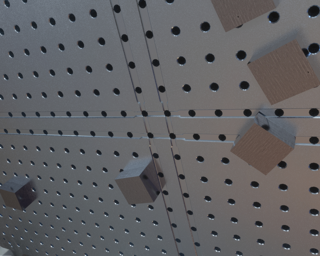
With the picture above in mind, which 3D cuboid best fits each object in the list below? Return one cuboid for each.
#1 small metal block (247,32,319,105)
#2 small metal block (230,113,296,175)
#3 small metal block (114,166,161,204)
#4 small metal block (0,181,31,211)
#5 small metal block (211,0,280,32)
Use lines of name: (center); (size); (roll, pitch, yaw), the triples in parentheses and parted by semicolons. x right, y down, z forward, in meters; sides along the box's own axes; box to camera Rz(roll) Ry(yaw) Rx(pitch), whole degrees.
small metal block: (0.124, -0.058, 0.310); (0.050, 0.025, 0.050); (-26, 104, 37)
small metal block: (0.119, 0.019, 0.360); (0.050, 0.025, 0.050); (35, 129, 5)
small metal block: (-0.035, 0.091, 0.487); (0.050, 0.025, 0.050); (-14, 111, 34)
small metal block: (-0.313, 0.146, 0.668); (0.050, 0.025, 0.050); (7, 122, 24)
small metal block: (0.077, -0.127, 0.292); (0.050, 0.025, 0.050); (-19, 109, 35)
